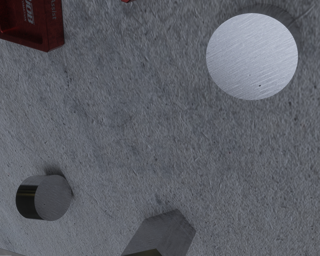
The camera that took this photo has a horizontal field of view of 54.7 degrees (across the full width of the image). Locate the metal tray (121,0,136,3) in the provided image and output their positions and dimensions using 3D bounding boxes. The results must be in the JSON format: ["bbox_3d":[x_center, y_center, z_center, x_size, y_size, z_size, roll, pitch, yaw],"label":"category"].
[{"bbox_3d":[-0.031,-0.202,0.294,0.090,0.030,0.130,-21,107,36],"label":"metal tray"}]

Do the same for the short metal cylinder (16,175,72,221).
[{"bbox_3d":[-0.208,0.125,0.558,0.050,0.080,0.080,-6,116,31],"label":"short metal cylinder"}]

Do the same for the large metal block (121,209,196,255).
[{"bbox_3d":[-0.001,0.181,0.484,0.080,0.080,0.050,-29,102,37],"label":"large metal block"}]

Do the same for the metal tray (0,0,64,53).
[{"bbox_3d":[-0.170,-0.170,0.388,0.090,0.030,0.129,19,126,17],"label":"metal tray"}]

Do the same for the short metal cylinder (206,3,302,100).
[{"bbox_3d":[0.091,-0.073,0.298,0.080,0.050,0.079,13,124,21],"label":"short metal cylinder"}]
